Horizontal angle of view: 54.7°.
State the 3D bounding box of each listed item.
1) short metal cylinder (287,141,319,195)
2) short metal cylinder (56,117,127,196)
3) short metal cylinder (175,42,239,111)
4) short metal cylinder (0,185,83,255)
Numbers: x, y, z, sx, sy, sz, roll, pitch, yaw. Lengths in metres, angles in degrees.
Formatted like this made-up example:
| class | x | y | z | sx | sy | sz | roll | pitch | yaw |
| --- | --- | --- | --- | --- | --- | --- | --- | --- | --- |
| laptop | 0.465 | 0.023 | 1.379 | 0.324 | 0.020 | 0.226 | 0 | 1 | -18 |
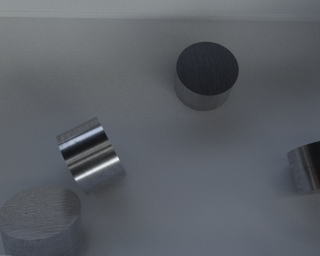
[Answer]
| class | x | y | z | sx | sy | sz | roll | pitch | yaw |
| --- | --- | --- | --- | --- | --- | --- | --- | --- | --- |
| short metal cylinder | 0.198 | 0.047 | 0.366 | 0.081 | 0.080 | 0.050 | -7 | 71 | -3 |
| short metal cylinder | -0.080 | 0.033 | 0.367 | 0.050 | 0.080 | 0.080 | -27 | 73 | -10 |
| short metal cylinder | 0.061 | -0.069 | 0.423 | 0.081 | 0.050 | 0.080 | 0 | 70 | 0 |
| short metal cylinder | -0.126 | 0.107 | 0.334 | 0.081 | 0.050 | 0.080 | 4 | 28 | -2 |
